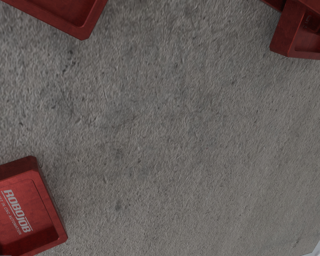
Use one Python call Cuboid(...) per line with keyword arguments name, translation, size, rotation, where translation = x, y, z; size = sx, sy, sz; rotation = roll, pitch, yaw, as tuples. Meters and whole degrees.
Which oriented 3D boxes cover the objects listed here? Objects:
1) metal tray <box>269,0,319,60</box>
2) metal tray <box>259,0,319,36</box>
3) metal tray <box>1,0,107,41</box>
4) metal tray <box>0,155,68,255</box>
Cuboid(name="metal tray", translation=(0.212, -0.140, 0.417), size=(0.131, 0.030, 0.089), rotation=(-6, 122, -37))
Cuboid(name="metal tray", translation=(0.180, -0.141, 0.361), size=(0.131, 0.090, 0.030), rotation=(17, 109, -25))
Cuboid(name="metal tray", translation=(-0.103, -0.143, 0.258), size=(0.131, 0.030, 0.090), rotation=(21, 107, -36))
Cuboid(name="metal tray", translation=(-0.174, 0.104, 0.372), size=(0.091, 0.030, 0.129), rotation=(-19, 126, -17))
